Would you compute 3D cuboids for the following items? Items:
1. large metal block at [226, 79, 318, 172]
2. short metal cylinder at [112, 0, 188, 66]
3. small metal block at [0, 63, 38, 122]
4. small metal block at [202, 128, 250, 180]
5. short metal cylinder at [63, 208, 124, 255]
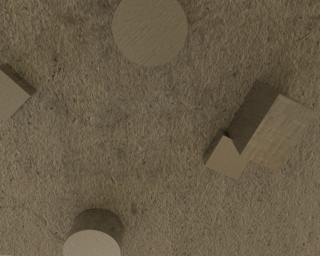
[{"bbox_3d":[0.131,-0.006,0.380,0.050,0.080,0.080,25,108,-9],"label":"large metal block"},{"bbox_3d":[-0.011,-0.114,0.354,0.081,0.050,0.079,0,110,-1],"label":"short metal cylinder"},{"bbox_3d":[-0.195,-0.045,0.391,0.050,0.025,0.050,-42,105,13],"label":"small metal block"},{"bbox_3d":[0.093,0.036,0.425,0.050,0.025,0.050,25,108,-9],"label":"small metal block"},{"bbox_3d":[-0.096,0.167,0.457,0.081,0.050,0.079,0,110,-1],"label":"short metal cylinder"}]
